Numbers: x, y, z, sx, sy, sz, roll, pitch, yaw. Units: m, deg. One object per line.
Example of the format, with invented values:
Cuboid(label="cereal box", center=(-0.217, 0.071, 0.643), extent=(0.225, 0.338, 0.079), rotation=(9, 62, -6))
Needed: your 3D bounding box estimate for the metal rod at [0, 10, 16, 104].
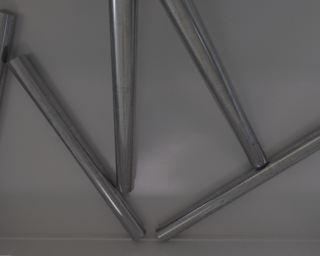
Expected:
Cuboid(label="metal rod", center=(-0.230, -0.003, 0.408), extent=(0.025, 0.025, 0.298), rotation=(18, 109, -7))

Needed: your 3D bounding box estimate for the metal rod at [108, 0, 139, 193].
Cuboid(label="metal rod", center=(-0.039, -0.023, 0.339), extent=(0.025, 0.025, 0.298), rotation=(4, 135, -2))

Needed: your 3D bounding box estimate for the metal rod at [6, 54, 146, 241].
Cuboid(label="metal rod", center=(-0.104, 0.038, 0.424), extent=(0.025, 0.025, 0.299), rotation=(-27, 108, 9))

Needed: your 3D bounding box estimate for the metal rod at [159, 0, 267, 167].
Cuboid(label="metal rod", center=(0.065, -0.043, 0.331), extent=(0.025, 0.025, 0.300), rotation=(-30, 133, 10))

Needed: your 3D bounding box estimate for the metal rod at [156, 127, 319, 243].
Cuboid(label="metal rod", center=(0.122, 0.079, 0.441), extent=(0.300, 0.025, 0.025), rotation=(-35, 107, 11))
